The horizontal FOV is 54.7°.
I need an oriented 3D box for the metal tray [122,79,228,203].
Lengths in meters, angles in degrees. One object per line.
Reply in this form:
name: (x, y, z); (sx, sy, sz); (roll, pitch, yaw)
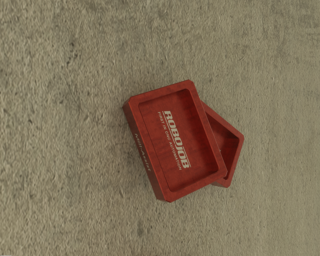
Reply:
metal tray: (0.019, 0.014, 0.382); (0.091, 0.030, 0.129); (-20, 89, -23)

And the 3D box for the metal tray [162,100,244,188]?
metal tray: (0.067, 0.024, 0.456); (0.130, 0.030, 0.090); (34, 69, -35)
